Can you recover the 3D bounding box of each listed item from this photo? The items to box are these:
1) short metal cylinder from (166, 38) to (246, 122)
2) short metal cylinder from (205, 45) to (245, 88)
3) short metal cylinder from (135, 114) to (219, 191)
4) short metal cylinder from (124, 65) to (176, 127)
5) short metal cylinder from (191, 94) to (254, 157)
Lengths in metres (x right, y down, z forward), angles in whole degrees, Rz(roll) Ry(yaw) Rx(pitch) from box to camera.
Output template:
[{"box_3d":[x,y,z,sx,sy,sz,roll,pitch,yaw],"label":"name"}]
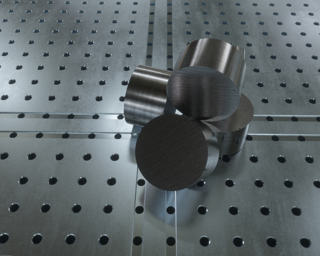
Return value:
[{"box_3d":[0.053,-0.053,0.350,0.080,0.080,0.050,14,51,11],"label":"short metal cylinder"},{"box_3d":[0.076,-0.081,0.431,0.080,0.080,0.050,2,90,1],"label":"short metal cylinder"},{"box_3d":[0.020,0.026,0.342,0.080,0.050,0.080,-1,87,23],"label":"short metal cylinder"},{"box_3d":[-0.008,-0.038,0.403,0.050,0.080,0.080,15,52,12],"label":"short metal cylinder"},{"box_3d":[0.074,-0.009,0.398,0.081,0.050,0.080,0,49,0],"label":"short metal cylinder"}]
